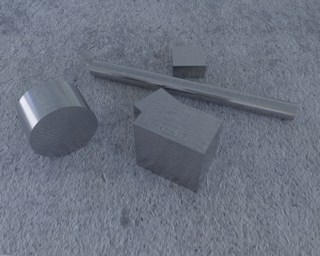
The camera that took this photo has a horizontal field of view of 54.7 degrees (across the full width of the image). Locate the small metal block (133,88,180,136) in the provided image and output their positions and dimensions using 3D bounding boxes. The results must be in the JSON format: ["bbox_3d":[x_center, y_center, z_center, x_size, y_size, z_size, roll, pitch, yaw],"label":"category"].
[{"bbox_3d":[0.000,-0.022,0.422,0.050,0.025,0.050,-34,58,-26],"label":"small metal block"}]

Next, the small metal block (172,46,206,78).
[{"bbox_3d":[0.044,-0.105,0.492,0.050,0.025,0.050,-1,50,-1],"label":"small metal block"}]

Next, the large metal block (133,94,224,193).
[{"bbox_3d":[0.019,0.018,0.352,0.080,0.080,0.050,23,54,17],"label":"large metal block"}]

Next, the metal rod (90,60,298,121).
[{"bbox_3d":[0.041,-0.058,0.452,0.301,0.025,0.025,14,51,11],"label":"metal rod"}]

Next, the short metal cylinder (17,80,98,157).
[{"bbox_3d":[-0.123,-0.011,0.375,0.081,0.080,0.050,-25,55,-20],"label":"short metal cylinder"}]
